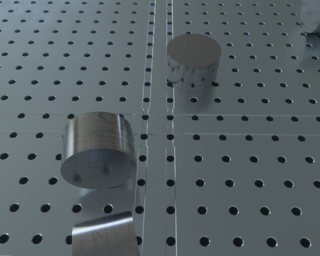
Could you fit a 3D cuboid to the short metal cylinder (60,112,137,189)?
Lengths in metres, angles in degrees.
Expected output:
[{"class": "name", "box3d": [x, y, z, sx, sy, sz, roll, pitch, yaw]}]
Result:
[{"class": "short metal cylinder", "box3d": [-0.068, 0.027, 0.349, 0.081, 0.080, 0.050, -7, 51, -6]}]

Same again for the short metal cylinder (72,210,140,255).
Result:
[{"class": "short metal cylinder", "box3d": [-0.043, 0.118, 0.272, 0.050, 0.080, 0.080, -11, 51, -9]}]

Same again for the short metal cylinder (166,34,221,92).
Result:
[{"class": "short metal cylinder", "box3d": [0.050, -0.101, 0.476, 0.081, 0.050, 0.080, 0, 50, 0]}]

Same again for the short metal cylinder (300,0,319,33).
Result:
[{"class": "short metal cylinder", "box3d": [0.294, -0.211, 0.551, 0.050, 0.080, 0.080, -2, 50, -2]}]
